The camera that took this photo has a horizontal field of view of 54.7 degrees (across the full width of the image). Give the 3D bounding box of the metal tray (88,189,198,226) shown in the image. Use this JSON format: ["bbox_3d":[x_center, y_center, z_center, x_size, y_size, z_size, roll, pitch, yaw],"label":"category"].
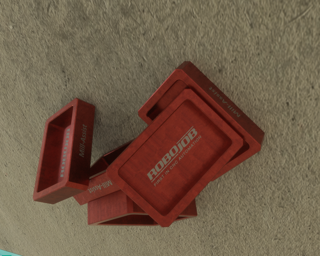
[{"bbox_3d":[-0.022,0.114,0.433,0.090,0.131,0.030,-27,59,37],"label":"metal tray"}]

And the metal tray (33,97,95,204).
[{"bbox_3d":[-0.134,0.032,0.436,0.090,0.130,0.030,-27,142,36],"label":"metal tray"}]

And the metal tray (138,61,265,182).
[{"bbox_3d":[0.048,-0.005,0.376,0.130,0.030,0.090,43,129,-3],"label":"metal tray"}]

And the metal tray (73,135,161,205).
[{"bbox_3d":[-0.057,0.053,0.428,0.130,0.090,0.030,-27,104,37],"label":"metal tray"}]

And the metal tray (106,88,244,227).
[{"bbox_3d":[0.016,0.031,0.346,0.090,0.030,0.130,44,84,-3],"label":"metal tray"}]
